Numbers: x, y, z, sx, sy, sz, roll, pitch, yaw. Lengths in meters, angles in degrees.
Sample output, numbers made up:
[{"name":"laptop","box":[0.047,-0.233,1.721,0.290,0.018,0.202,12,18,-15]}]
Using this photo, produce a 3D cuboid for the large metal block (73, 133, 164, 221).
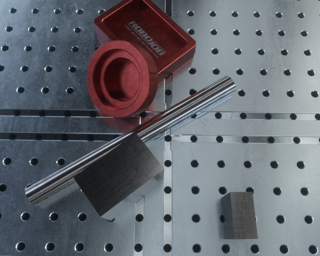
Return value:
[{"name":"large metal block","box":[-0.043,0.060,0.360,0.080,0.080,0.050,-36,74,-12]}]

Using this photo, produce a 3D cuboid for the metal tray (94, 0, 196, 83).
[{"name":"metal tray","box":[-0.023,-0.133,0.457,0.090,0.030,0.130,-39,75,-14]}]

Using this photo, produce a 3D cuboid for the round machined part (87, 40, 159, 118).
[{"name":"round machined part","box":[-0.045,-0.064,0.408,0.098,0.042,0.097,4,99,28]}]

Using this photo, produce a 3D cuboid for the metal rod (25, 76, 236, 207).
[{"name":"metal rod","box":[-0.030,0.011,0.407,0.302,0.025,0.025,-30,73,-11]}]

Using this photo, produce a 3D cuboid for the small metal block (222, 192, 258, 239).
[{"name":"small metal block","box":[0.091,0.103,0.362,0.025,0.050,0.050,-1,70,-1]}]
